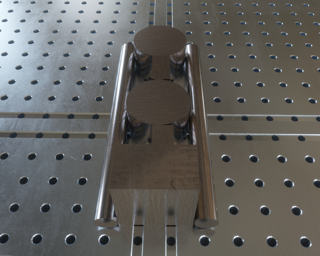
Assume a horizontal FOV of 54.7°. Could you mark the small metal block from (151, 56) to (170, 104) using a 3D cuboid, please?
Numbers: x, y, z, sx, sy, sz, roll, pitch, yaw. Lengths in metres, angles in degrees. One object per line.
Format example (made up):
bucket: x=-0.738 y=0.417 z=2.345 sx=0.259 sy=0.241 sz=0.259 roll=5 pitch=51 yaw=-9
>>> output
small metal block: x=0.001 y=-0.069 z=0.447 sx=0.025 sy=0.050 sz=0.050 roll=1 pitch=50 yaw=1

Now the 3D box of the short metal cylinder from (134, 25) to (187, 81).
short metal cylinder: x=0.000 y=-0.118 z=0.490 sx=0.080 sy=0.050 sz=0.080 roll=0 pitch=50 yaw=0

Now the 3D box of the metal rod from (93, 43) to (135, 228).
metal rod: x=-0.054 y=-0.016 z=0.419 sx=0.025 sy=0.025 sz=0.300 roll=1 pitch=50 yaw=1

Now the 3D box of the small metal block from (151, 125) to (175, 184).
small metal block: x=0.003 y=0.032 z=0.364 sx=0.025 sy=0.050 sz=0.050 roll=0 pitch=50 yaw=0

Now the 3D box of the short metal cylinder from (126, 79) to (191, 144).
short metal cylinder: x=-0.002 y=-0.018 z=0.406 sx=0.080 sy=0.050 sz=0.080 roll=0 pitch=50 yaw=0

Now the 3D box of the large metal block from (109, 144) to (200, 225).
large metal block: x=-0.004 y=0.061 z=0.321 sx=0.080 sy=0.080 sz=0.050 roll=1 pitch=50 yaw=0

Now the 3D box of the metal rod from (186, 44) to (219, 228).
metal rod: x=0.051 y=-0.015 z=0.419 sx=0.025 sy=0.025 sz=0.300 roll=1 pitch=50 yaw=1
